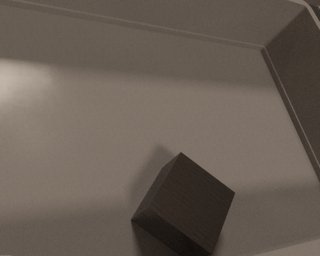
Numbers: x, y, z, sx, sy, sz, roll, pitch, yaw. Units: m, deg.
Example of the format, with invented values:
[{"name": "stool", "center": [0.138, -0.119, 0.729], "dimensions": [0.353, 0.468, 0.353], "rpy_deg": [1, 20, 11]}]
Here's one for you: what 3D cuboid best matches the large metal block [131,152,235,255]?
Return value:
[{"name": "large metal block", "center": [0.028, 0.089, 0.352], "dimensions": [0.080, 0.050, 0.080], "rpy_deg": [37, 51, -4]}]
